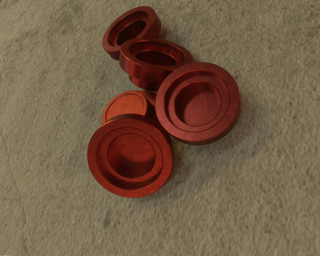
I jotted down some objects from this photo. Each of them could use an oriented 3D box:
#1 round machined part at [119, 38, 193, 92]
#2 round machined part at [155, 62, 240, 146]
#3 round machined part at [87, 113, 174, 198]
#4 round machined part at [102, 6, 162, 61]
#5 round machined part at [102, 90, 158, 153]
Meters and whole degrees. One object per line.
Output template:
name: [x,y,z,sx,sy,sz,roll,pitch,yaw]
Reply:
round machined part: [-0.007,-0.085,0.427,0.099,0.042,0.098,8,37,-6]
round machined part: [0.047,-0.026,0.373,0.098,0.042,0.098,-5,73,16]
round machined part: [-0.032,0.029,0.368,0.098,0.098,0.042,-24,13,13]
round machined part: [-0.040,-0.144,0.496,0.098,0.042,0.098,-18,50,23]
round machined part: [-0.038,-0.012,0.419,0.098,0.042,0.098,-13,56,20]
